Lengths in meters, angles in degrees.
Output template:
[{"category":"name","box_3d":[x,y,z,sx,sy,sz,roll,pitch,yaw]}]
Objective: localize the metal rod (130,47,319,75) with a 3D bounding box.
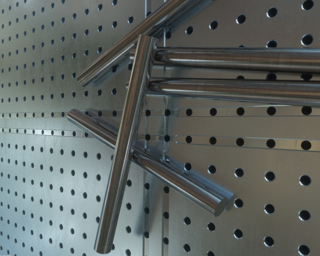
[{"category":"metal rod","box_3d":[0.081,-0.076,0.341,0.300,0.025,0.025,12,98,39]}]

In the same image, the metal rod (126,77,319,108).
[{"category":"metal rod","box_3d":[0.077,-0.042,0.344,0.300,0.025,0.025,9,96,39]}]

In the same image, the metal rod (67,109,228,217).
[{"category":"metal rod","box_3d":[-0.039,0.034,0.438,0.300,0.025,0.025,27,107,36]}]

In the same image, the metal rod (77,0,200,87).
[{"category":"metal rod","box_3d":[-0.019,-0.134,0.422,0.299,0.025,0.025,-27,73,36]}]

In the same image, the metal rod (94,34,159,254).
[{"category":"metal rod","box_3d":[-0.048,0.029,0.412,0.025,0.025,0.298,22,104,37]}]
